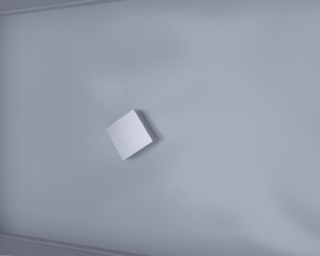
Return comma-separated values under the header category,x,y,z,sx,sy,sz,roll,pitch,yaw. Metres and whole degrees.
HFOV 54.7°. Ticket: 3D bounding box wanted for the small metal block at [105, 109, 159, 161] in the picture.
category,x,y,z,sx,sy,sz,roll,pitch,yaw
small metal block,-0.038,0.009,0.423,0.050,0.025,0.050,-34,79,16
